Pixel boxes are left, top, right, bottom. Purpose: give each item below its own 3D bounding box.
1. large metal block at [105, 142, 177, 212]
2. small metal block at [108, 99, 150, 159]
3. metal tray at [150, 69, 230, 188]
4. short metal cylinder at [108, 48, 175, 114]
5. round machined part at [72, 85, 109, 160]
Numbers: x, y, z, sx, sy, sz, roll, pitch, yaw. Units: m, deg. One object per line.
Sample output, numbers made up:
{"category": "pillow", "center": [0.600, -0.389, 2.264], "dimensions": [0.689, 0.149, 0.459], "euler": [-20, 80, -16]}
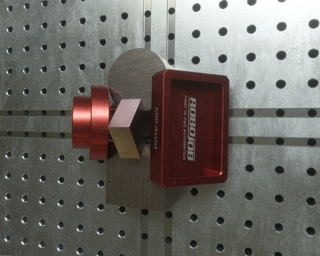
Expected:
{"category": "large metal block", "center": [-0.022, 0.059, 0.407], "dimensions": [0.080, 0.050, 0.080], "euler": [2, 91, 20]}
{"category": "small metal block", "center": [-0.034, 0.001, 0.366], "dimensions": [0.025, 0.050, 0.050], "euler": [0, 132, 17]}
{"category": "metal tray", "center": [0.036, 0.001, 0.367], "dimensions": [0.030, 0.091, 0.129], "euler": [2, 91, 63]}
{"category": "short metal cylinder", "center": [-0.020, -0.059, 0.405], "dimensions": [0.080, 0.050, 0.080], "euler": [0, 90, 20]}
{"category": "round machined part", "center": [-0.091, -0.007, 0.402], "dimensions": [0.042, 0.098, 0.097], "euler": [1, 91, -13]}
